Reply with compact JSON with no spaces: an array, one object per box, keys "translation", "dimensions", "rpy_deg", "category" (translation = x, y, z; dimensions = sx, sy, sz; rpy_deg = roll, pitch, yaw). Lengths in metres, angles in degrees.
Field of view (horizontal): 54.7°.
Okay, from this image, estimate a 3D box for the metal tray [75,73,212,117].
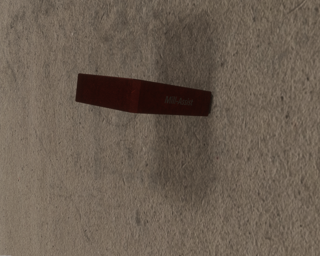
[{"translation":[-0.014,-0.036,0.346],"dimensions":[0.090,0.131,0.030],"rpy_deg":[13,98,39],"category":"metal tray"}]
